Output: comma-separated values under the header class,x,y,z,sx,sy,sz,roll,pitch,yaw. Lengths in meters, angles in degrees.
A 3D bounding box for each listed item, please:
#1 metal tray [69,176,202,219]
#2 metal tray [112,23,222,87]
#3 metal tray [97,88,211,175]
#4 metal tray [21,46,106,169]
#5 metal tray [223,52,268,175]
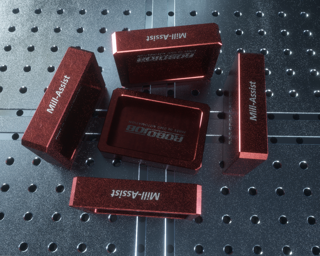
class,x,y,z,sx,sy,sz,roll,pitch,yaw
metal tray,-0.024,0.081,0.348,0.131,0.090,0.030,3,70,1
metal tray,0.008,-0.093,0.411,0.131,0.090,0.030,-6,70,-2
metal tray,-0.006,0.003,0.407,0.131,0.030,0.090,11,70,3
metal tray,-0.112,-0.022,0.385,0.030,0.090,0.130,17,71,6
metal tray,0.102,-0.015,0.383,0.030,0.090,0.130,4,70,1
